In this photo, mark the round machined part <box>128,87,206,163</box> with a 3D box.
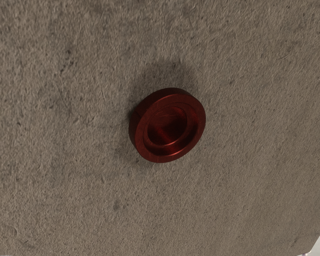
[{"bbox_3d":[0.006,-0.007,0.396,0.099,0.042,0.097,-14,125,-21],"label":"round machined part"}]
